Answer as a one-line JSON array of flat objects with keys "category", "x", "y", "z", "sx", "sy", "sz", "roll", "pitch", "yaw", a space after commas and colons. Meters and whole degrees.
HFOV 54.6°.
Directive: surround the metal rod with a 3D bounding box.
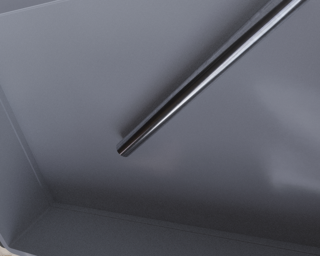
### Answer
[{"category": "metal rod", "x": 0.035, "y": -0.044, "z": 0.363, "sx": 0.025, "sy": 0.025, "sz": 0.299, "roll": 46, "pitch": 129, "yaw": -4}]
